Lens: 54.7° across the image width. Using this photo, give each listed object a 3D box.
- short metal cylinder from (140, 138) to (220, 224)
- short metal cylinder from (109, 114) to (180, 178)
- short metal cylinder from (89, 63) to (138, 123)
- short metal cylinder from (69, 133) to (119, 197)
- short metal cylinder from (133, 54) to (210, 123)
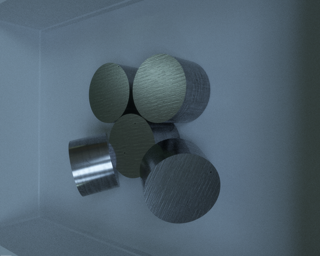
[{"bbox_3d":[0.020,0.057,0.343,0.050,0.081,0.079,-120,44,-72],"label":"short metal cylinder"},{"bbox_3d":[-0.020,0.022,0.401,0.080,0.050,0.079,0,90,39],"label":"short metal cylinder"},{"bbox_3d":[-0.053,-0.046,0.428,0.080,0.050,0.079,0,90,39],"label":"short metal cylinder"},{"bbox_3d":[-0.091,0.050,0.434,0.050,0.080,0.080,-14,78,-6],"label":"short metal cylinder"},{"bbox_3d":[0.013,-0.046,0.376,0.080,0.050,0.079,0,90,39],"label":"short metal cylinder"}]
